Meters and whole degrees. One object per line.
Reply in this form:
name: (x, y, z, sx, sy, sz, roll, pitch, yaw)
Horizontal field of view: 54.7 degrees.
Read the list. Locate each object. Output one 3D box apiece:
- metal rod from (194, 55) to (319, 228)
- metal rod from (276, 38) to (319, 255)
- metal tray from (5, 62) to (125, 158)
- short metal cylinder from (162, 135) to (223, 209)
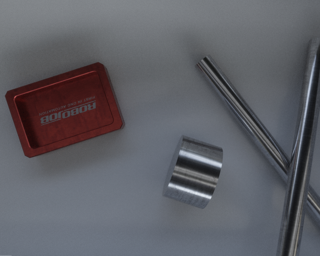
metal rod: (0.148, 0.029, 0.413, 0.025, 0.025, 0.300, -38, 91, 0)
metal rod: (0.181, 0.029, 0.392, 0.025, 0.025, 0.299, 13, 81, -1)
metal tray: (-0.122, -0.023, 0.407, 0.131, 0.030, 0.090, -18, 90, -1)
short metal cylinder: (0.039, 0.054, 0.385, 0.050, 0.080, 0.080, 19, 90, 0)
